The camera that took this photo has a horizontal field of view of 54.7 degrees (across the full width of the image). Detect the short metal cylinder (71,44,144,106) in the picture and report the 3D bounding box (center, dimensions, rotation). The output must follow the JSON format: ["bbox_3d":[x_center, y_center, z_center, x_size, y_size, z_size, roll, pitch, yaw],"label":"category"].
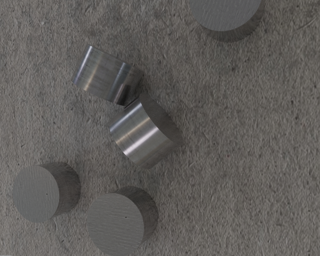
[{"bbox_3d":[-0.068,-0.069,0.404,0.080,0.080,0.050,30,100,17],"label":"short metal cylinder"}]

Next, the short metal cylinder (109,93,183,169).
[{"bbox_3d":[-0.016,0.004,0.385,0.050,0.080,0.080,-39,78,16],"label":"short metal cylinder"}]

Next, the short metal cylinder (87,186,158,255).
[{"bbox_3d":[-0.049,0.122,0.413,0.080,0.050,0.080,0,90,20],"label":"short metal cylinder"}]

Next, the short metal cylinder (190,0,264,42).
[{"bbox_3d":[0.081,-0.148,0.367,0.080,0.050,0.080,0,90,20],"label":"short metal cylinder"}]

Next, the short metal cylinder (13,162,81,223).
[{"bbox_3d":[-0.165,0.092,0.454,0.080,0.050,0.080,0,90,20],"label":"short metal cylinder"}]
